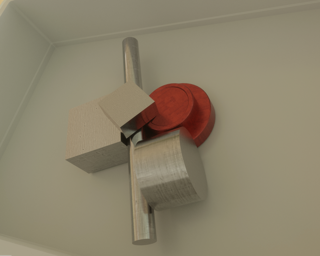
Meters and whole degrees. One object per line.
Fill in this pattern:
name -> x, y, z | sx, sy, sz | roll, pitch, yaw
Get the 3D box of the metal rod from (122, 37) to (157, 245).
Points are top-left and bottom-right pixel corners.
metal rod -> -0.031, -0.008, 0.396 | 0.025, 0.025, 0.299 | -19, 54, 17

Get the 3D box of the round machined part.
round machined part -> 0.017, -0.018, 0.393 | 0.098, 0.042, 0.098 | -13, 56, 20

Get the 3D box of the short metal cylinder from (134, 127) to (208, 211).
short metal cylinder -> 0.013, 0.044, 0.333 | 0.050, 0.080, 0.080 | -19, 55, 17

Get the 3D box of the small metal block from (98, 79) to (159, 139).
small metal block -> -0.038, -0.024, 0.375 | 0.050, 0.025, 0.050 | -38, 57, -12

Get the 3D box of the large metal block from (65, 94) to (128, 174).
large metal block -> -0.076, 0.006, 0.419 | 0.080, 0.050, 0.080 | -19, 55, 17
